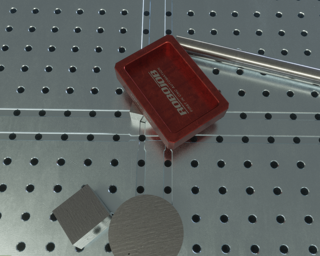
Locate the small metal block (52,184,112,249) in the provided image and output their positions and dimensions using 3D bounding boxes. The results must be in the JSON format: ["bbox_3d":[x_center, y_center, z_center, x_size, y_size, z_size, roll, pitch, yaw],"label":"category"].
[{"bbox_3d":[-0.089,0.104,0.366,0.050,0.025,0.050,-38,60,-13],"label":"small metal block"}]

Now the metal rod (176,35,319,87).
[{"bbox_3d":[0.168,-0.087,0.445,0.302,0.025,0.025,15,71,5],"label":"metal rod"}]

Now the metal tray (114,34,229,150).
[{"bbox_3d":[0.013,-0.049,0.400,0.090,0.030,0.130,-33,74,-12],"label":"metal tray"}]

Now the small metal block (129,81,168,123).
[{"bbox_3d":[-0.010,-0.034,0.424,0.050,0.025,0.050,13,70,4],"label":"small metal block"}]

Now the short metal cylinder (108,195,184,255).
[{"bbox_3d":[-0.015,0.120,0.354,0.081,0.050,0.080,0,70,-1],"label":"short metal cylinder"}]
